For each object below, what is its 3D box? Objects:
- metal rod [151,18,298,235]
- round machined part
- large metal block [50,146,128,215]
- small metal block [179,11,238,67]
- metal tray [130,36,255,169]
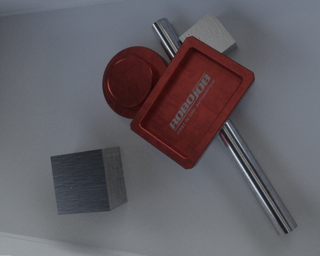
[{"bbox_3d":[0.073,-0.010,0.384,0.025,0.025,0.299,-33,80,17],"label":"metal rod"},{"bbox_3d":[-0.034,-0.061,0.413,0.098,0.042,0.097,0,90,19],"label":"round machined part"},{"bbox_3d":[-0.098,0.072,0.430,0.080,0.050,0.080,-9,87,19],"label":"large metal block"},{"bbox_3d":[0.061,-0.108,0.389,0.050,0.025,0.050,-37,79,16],"label":"small metal block"},{"bbox_3d":[0.037,-0.029,0.364,0.090,0.030,0.130,35,98,13],"label":"metal tray"}]
